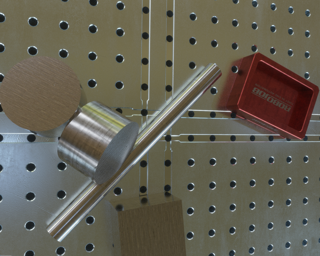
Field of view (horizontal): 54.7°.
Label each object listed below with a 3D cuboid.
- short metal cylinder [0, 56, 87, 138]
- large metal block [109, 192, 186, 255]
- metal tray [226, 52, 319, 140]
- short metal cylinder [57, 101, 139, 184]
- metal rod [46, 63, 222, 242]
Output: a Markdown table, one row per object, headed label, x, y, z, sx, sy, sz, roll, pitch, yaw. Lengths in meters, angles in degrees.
| label | x | y | z | sx | sy | sz | roll | pitch | yaw |
| --- | --- | --- | --- | --- | --- | --- | --- | --- | --- |
| short metal cylinder | -0.125 | -0.032 | 0.342 | 0.081 | 0.050 | 0.080 | 1 | 80 | -6 |
| large metal block | -0.016 | 0.132 | 0.394 | 0.081 | 0.050 | 0.079 | -6 | 92 | -20 |
| metal tray | 0.175 | -0.046 | 0.473 | 0.131 | 0.030 | 0.090 | 23 | 82 | -19 |
| short metal cylinder | -0.068 | 0.016 | 0.351 | 0.050 | 0.080 | 0.080 | 30 | 79 | 14 |
| metal rod | -0.024 | 0.022 | 0.403 | 0.301 | 0.025 | 0.025 | -46 | 104 | -14 |
